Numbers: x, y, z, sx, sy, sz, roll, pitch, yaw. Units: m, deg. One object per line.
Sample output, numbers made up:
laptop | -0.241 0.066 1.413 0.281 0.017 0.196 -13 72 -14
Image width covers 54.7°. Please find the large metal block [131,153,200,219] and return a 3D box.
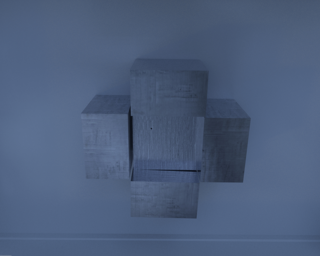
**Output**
large metal block | 0.005 0.072 0.407 0.081 0.080 0.050 2 110 -1

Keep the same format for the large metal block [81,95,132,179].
large metal block | -0.060 0.008 0.383 0.050 0.080 0.079 1 110 0

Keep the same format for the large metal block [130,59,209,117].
large metal block | 0.009 -0.050 0.362 0.081 0.080 0.050 1 110 -1

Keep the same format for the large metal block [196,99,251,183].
large metal block | 0.073 0.013 0.386 0.050 0.080 0.079 1 110 0

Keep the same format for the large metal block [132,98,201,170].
large metal block | 0.008 0.006 0.398 0.081 0.050 0.079 1 110 -1
